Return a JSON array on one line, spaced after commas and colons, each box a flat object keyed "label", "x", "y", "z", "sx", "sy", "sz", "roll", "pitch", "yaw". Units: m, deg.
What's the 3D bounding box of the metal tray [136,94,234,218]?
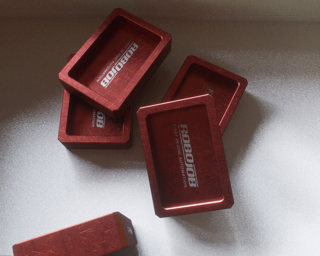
[{"label": "metal tray", "x": 0.030, "y": 0.033, "z": 0.365, "sx": 0.090, "sy": 0.030, "sz": 0.129, "roll": -11, "pitch": 88, "yaw": 9}]

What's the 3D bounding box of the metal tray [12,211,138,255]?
[{"label": "metal tray", "x": -0.074, "y": 0.117, "z": 0.310, "sx": 0.091, "sy": 0.130, "sz": 0.030, "roll": -17, "pitch": 71, "yaw": -6}]

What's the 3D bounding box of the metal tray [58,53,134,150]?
[{"label": "metal tray", "x": -0.082, "y": -0.037, "z": 0.419, "sx": 0.091, "sy": 0.030, "sz": 0.130, "roll": 0, "pitch": 70, "yaw": 0}]

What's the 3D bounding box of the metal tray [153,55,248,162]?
[{"label": "metal tray", "x": 0.050, "y": -0.026, "z": 0.416, "sx": 0.090, "sy": 0.030, "sz": 0.130, "roll": 27, "pitch": 72, "yaw": 9}]

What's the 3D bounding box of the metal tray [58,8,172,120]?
[{"label": "metal tray", "x": -0.055, "y": -0.086, "z": 0.405, "sx": 0.090, "sy": 0.030, "sz": 0.130, "roll": 31, "pitch": 72, "yaw": 10}]
